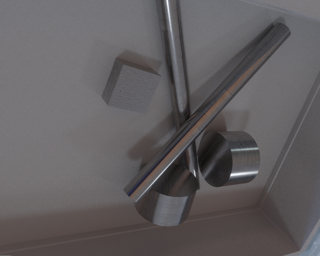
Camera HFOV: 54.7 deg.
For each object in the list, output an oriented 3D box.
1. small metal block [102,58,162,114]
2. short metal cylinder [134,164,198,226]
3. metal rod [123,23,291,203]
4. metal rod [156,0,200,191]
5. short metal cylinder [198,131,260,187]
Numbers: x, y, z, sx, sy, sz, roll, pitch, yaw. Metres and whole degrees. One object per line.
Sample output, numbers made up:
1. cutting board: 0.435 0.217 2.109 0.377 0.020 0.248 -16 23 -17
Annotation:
1. small metal block: -0.033 -0.048 0.362 0.050 0.025 0.050 11 113 -34
2. short metal cylinder: 0.008 0.090 0.435 0.081 0.080 0.050 -1 119 -28
3. metal rod: 0.065 -0.024 0.403 0.300 0.025 0.025 -47 130 -7
4. metal rod: 0.029 -0.025 0.410 0.025 0.025 0.298 -22 127 -15
5. short metal cylinder: 0.100 0.044 0.457 0.050 0.080 0.079 -1 119 -28
